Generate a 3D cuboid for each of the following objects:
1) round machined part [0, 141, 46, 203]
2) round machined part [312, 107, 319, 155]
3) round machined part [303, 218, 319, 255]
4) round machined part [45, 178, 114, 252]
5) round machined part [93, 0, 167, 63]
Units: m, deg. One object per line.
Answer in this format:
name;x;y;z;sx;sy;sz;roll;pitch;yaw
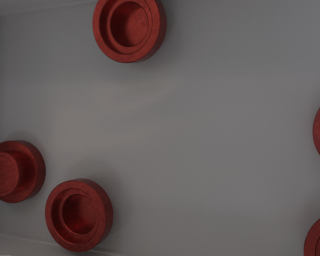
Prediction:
round machined part;-0.233;0.068;0.480;0.098;0.042;0.097;0;90;15
round machined part;0.196;-0.002;0.305;0.098;0.042;0.098;-28;55;50
round machined part;0.203;0.135;0.321;0.098;0.042;0.098;-7;72;22
round machined part;-0.109;0.120;0.440;0.098;0.042;0.097;0;90;20
round machined part;-0.036;-0.135;0.408;0.098;0.042;0.097;5;102;23
